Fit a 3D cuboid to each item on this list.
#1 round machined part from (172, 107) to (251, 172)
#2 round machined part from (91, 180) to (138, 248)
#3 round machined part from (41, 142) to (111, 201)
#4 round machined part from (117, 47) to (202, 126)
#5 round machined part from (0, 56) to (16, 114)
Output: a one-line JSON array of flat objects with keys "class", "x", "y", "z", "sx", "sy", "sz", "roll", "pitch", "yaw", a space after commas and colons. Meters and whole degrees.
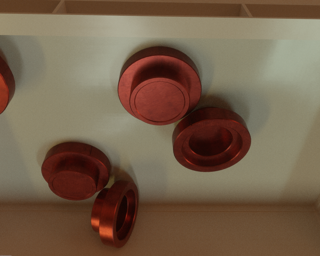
[{"class": "round machined part", "x": 0.065, "y": 0.011, "z": 0.406, "sx": 0.099, "sy": 0.042, "sz": 0.097, "roll": -2, "pitch": 133, "yaw": -2}, {"class": "round machined part", "x": -0.070, "y": 0.128, "z": 0.473, "sx": 0.042, "sy": 0.098, "sz": 0.097, "roll": 6, "pitch": 132, "yaw": 16}, {"class": "round machined part", "x": -0.124, "y": 0.070, "z": 0.456, "sx": 0.099, "sy": 0.042, "sz": 0.097, "roll": 0, "pitch": 130, "yaw": 0}, {"class": "round machined part", "x": 0.000, "y": -0.041, "z": 0.363, "sx": 0.099, "sy": 0.042, "sz": 0.097, "roll": -1, "pitch": 130, "yaw": 0}, {"class": "round machined part", "x": -0.212, "y": -0.058, "z": 0.345, "sx": 0.099, "sy": 0.042, "sz": 0.097, "roll": -1, "pitch": 130, "yaw": 0}]
